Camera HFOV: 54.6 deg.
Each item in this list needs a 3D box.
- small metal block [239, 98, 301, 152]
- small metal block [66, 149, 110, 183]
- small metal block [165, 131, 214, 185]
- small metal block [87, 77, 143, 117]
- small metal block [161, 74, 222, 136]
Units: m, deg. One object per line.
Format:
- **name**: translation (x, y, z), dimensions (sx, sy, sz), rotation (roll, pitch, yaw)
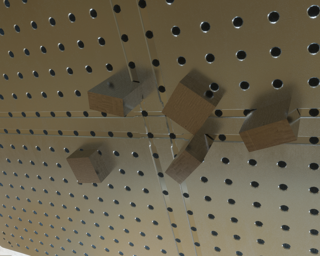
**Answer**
- **small metal block**: translation (0.118, -0.003, 0.331), dimensions (0.050, 0.050, 0.025), rotation (-20, 108, 36)
- **small metal block**: translation (-0.120, 0.064, 0.515), dimensions (0.050, 0.025, 0.050), rotation (-7, 115, 31)
- **small metal block**: translation (0.038, 0.037, 0.398), dimensions (0.025, 0.050, 0.050), rotation (38, 129, 2)
- **small metal block**: translation (-0.056, -0.041, 0.400), dimensions (0.050, 0.050, 0.025), rotation (14, 124, 21)
- **small metal block**: translation (0.037, -0.027, 0.375), dimensions (0.050, 0.025, 0.050), rotation (35, 129, 5)
